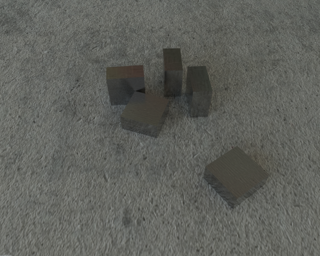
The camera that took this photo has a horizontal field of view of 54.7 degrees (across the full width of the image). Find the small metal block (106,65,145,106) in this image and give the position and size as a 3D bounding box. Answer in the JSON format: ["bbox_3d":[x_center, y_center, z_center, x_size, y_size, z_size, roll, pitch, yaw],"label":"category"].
[{"bbox_3d":[-0.047,-0.060,0.437,0.050,0.050,0.025,-5,50,-4],"label":"small metal block"}]

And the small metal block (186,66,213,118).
[{"bbox_3d":[0.053,-0.050,0.429,0.025,0.050,0.050,-4,50,-3],"label":"small metal block"}]

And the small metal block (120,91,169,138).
[{"bbox_3d":[-0.019,-0.019,0.419,0.050,0.025,0.050,15,52,12],"label":"small metal block"}]

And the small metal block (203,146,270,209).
[{"bbox_3d":[0.087,0.056,0.357,0.050,0.025,0.050,-29,56,-22],"label":"small metal block"}]

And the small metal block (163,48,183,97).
[{"bbox_3d":[0.018,-0.081,0.455,0.025,0.050,0.050,-2,50,-1],"label":"small metal block"}]
